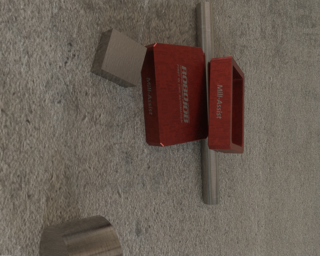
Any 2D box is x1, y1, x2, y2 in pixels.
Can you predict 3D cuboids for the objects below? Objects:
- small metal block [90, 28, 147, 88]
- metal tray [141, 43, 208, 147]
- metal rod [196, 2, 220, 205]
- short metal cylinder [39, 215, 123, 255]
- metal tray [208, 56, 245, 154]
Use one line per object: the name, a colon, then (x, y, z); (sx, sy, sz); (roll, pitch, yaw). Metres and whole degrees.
small metal block: (-0.048, -0.081, 0.366); (0.050, 0.025, 0.050); (22, 76, -38)
metal tray: (0.021, -0.045, 0.421); (0.091, 0.030, 0.129); (-7, 95, -40)
metal rod: (0.072, -0.035, 0.467); (0.025, 0.025, 0.298); (-4, 93, -40)
short metal cylinder: (-0.079, 0.131, 0.305); (0.050, 0.080, 0.079); (-1, 91, -40)
metal tray: (0.101, -0.030, 0.460); (0.090, 0.030, 0.129); (18, 72, -62)
